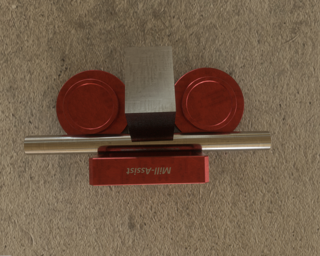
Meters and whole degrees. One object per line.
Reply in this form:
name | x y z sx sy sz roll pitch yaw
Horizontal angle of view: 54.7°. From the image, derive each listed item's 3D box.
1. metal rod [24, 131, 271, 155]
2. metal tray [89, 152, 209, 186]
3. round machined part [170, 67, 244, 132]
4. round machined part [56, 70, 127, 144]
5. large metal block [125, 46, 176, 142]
metal rod | -0.014 0.019 0.390 0.302 0.025 0.025 -1 90 -1
metal tray | -0.012 0.046 0.378 0.131 0.090 0.030 -1 90 -1
round machined part | 0.061 -0.031 0.403 0.099 0.042 0.097 0 90 -1
round machined part | -0.085 -0.027 0.400 0.099 0.042 0.097 0 90 -1
large metal block | -0.011 -0.036 0.357 0.050 0.080 0.080 -2 67 -1
